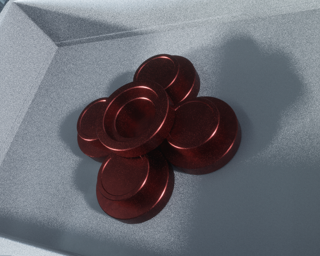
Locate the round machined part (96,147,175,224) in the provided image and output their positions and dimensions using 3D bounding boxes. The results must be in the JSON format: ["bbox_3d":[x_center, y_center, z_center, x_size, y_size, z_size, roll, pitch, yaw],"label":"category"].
[{"bbox_3d":[-0.036,0.061,0.373,0.098,0.042,0.098,-13,55,19],"label":"round machined part"}]

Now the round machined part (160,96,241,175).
[{"bbox_3d":[0.043,0.003,0.368,0.098,0.042,0.098,-13,56,21],"label":"round machined part"}]

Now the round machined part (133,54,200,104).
[{"bbox_3d":[0.002,-0.063,0.429,0.098,0.042,0.098,-13,56,21],"label":"round machined part"}]

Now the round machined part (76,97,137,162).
[{"bbox_3d":[-0.076,-0.004,0.435,0.098,0.042,0.098,-13,56,21],"label":"round machined part"}]

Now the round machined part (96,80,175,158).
[{"bbox_3d":[-0.026,-0.008,0.384,0.098,0.042,0.098,-13,56,21],"label":"round machined part"}]
